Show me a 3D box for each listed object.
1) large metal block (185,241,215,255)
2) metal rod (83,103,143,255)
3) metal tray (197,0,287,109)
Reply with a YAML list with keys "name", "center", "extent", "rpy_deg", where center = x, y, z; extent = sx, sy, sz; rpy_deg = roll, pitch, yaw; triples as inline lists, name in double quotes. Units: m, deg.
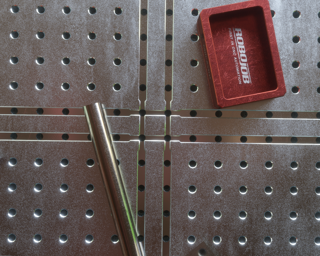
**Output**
- name: "large metal block"
  center: [0.055, 0.212, 0.402]
  extent: [0.080, 0.050, 0.080]
  rpy_deg: [-39, 91, 0]
- name: "metal rod"
  center: [-0.052, 0.113, 0.412]
  extent: [0.025, 0.025, 0.298]
  rpy_deg: [-15, 90, 0]
- name: "metal tray"
  center: [0.107, -0.097, 0.412]
  extent: [0.091, 0.030, 0.129]
  rpy_deg: [-11, 90, -1]
